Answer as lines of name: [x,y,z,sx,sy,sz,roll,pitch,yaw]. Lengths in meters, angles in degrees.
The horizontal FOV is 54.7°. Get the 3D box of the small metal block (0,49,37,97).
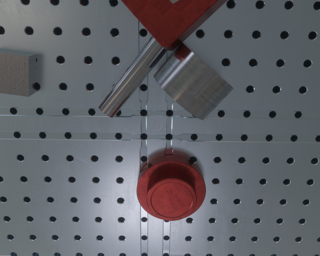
small metal block: [-0.184,-0.069,0.386,0.050,0.025,0.050,8,110,-3]

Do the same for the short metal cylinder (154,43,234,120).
short metal cylinder: [0.039,-0.055,0.364,0.080,0.080,0.050,38,106,-13]

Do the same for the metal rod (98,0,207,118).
metal rod: [0.024,-0.131,0.365,0.025,0.025,0.299,37,106,-13]

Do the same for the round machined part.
round machined part: [0.016,0.091,0.438,0.099,0.042,0.097,0,110,0]

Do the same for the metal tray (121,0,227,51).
metal tray: [-0.001,-0.160,0.330,0.090,0.030,0.130,-41,86,13]
